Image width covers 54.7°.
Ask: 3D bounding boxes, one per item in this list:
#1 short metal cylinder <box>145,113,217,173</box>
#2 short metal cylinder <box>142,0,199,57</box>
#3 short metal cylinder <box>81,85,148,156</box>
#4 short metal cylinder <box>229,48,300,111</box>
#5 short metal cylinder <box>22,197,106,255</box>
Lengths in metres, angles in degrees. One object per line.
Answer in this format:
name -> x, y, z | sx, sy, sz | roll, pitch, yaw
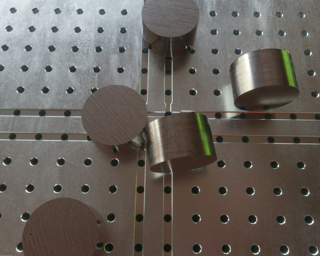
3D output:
short metal cylinder -> 0.024, 0.020, 0.375 | 0.081, 0.080, 0.050 | -8, 71, -3
short metal cylinder -> 0.015, -0.152, 0.454 | 0.081, 0.050, 0.080 | 0, 70, -1
short metal cylinder -> -0.055, -0.009, 0.401 | 0.081, 0.050, 0.080 | 0, 70, 0
short metal cylinder -> 0.135, -0.060, 0.406 | 0.081, 0.080, 0.050 | -3, 70, -1
short metal cylinder -> -0.106, 0.123, 0.352 | 0.081, 0.050, 0.080 | 0, 70, 0
